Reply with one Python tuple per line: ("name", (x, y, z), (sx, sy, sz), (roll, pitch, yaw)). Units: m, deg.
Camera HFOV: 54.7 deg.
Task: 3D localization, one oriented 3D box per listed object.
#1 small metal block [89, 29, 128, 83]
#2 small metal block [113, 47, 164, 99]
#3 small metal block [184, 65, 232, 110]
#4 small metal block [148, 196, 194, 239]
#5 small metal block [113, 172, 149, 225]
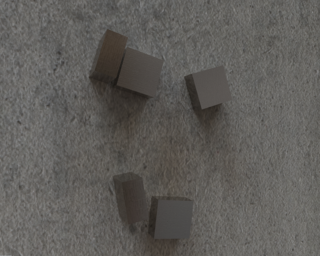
("small metal block", (-0.063, -0.084, 0.373), (0.025, 0.050, 0.050), (17, 84, -20))
("small metal block", (-0.028, -0.070, 0.399), (0.050, 0.025, 0.050), (16, 84, -20))
("small metal block", (0.068, -0.056, 0.435), (0.050, 0.025, 0.050), (-18, 97, -19))
("small metal block", (0.014, 0.119, 0.416), (0.050, 0.025, 0.050), (7, 88, -20))
("small metal block", (-0.037, 0.085, 0.383), (0.025, 0.050, 0.050), (-10, 94, -20))
